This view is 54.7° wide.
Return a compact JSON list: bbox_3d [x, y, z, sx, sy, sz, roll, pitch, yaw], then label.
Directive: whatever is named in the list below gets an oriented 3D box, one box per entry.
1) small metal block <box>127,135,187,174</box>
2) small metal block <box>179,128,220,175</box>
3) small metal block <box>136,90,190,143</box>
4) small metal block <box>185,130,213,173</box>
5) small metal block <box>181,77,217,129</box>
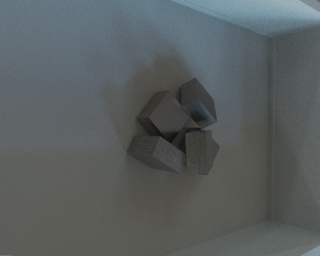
[{"bbox_3d":[-0.004,0.032,0.386,0.050,0.050,0.025,36,68,-35],"label":"small metal block"},{"bbox_3d":[0.056,0.034,0.454,0.050,0.025,0.050,43,64,-32],"label":"small metal block"},{"bbox_3d":[0.005,-0.014,0.410,0.050,0.025,0.050,51,60,-28],"label":"small metal block"},{"bbox_3d":[0.052,0.029,0.403,0.050,0.025,0.050,-11,98,-72],"label":"small metal block"},{"bbox_3d":[0.055,-0.035,0.438,0.050,0.025,0.050,45,30,-31],"label":"small metal block"}]
